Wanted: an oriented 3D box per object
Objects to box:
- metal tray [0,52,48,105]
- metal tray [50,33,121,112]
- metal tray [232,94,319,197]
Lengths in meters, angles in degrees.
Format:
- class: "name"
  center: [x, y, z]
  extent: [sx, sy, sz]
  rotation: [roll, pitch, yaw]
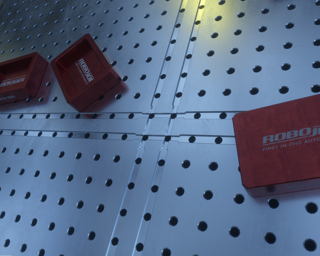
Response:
- class: "metal tray"
  center: [-0.294, -0.096, 0.620]
  extent: [0.130, 0.030, 0.090]
  rotation: [-8, 58, 24]
- class: "metal tray"
  center: [-0.132, -0.099, 0.536]
  extent: [0.090, 0.030, 0.130]
  rotation: [-37, 51, 3]
- class: "metal tray"
  center: [0.147, 0.015, 0.319]
  extent: [0.130, 0.030, 0.090]
  rotation: [-14, 56, 20]
